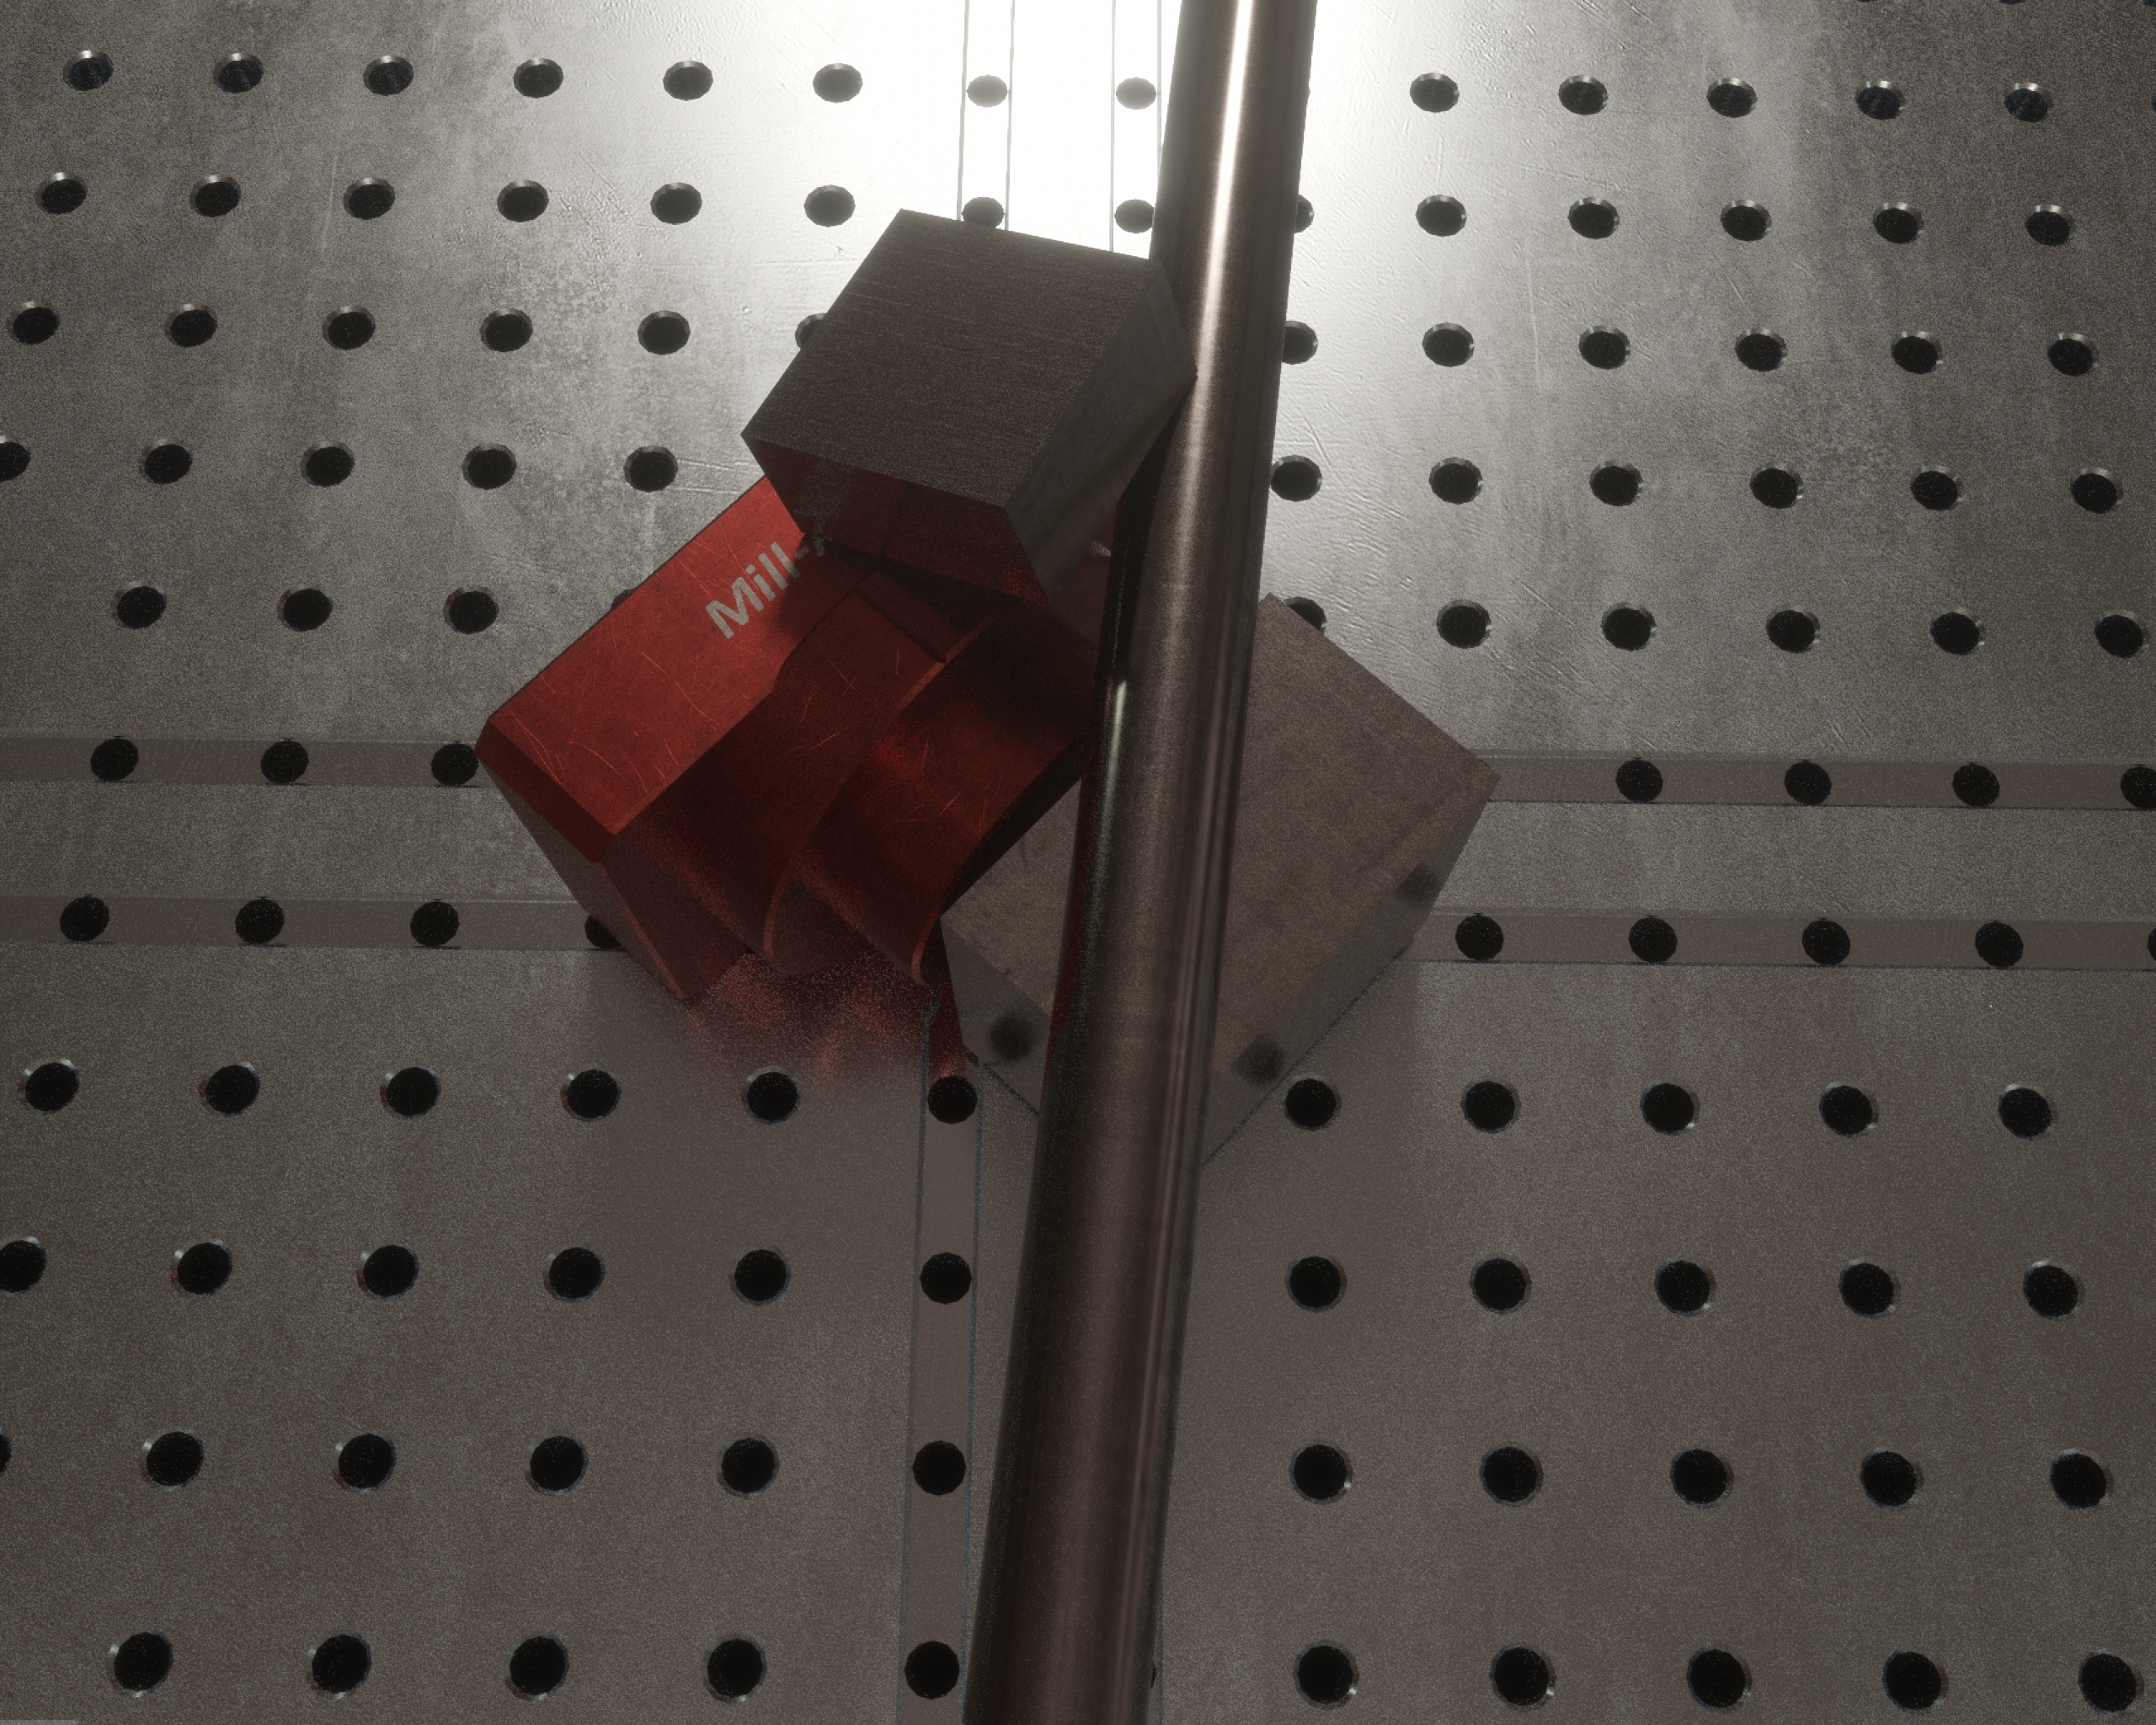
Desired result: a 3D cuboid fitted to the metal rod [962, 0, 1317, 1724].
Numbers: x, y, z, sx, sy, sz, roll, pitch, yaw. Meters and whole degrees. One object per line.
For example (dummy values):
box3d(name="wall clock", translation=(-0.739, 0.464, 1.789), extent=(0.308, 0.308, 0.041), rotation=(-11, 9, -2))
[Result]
box3d(name="metal rod", translation=(0.014, -0.021, 0.334), extent=(0.025, 0.025, 0.299), rotation=(7, 70, 2))

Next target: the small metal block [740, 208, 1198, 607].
box3d(name="small metal block", translation=(-0.017, -0.074, 0.335), extent=(0.050, 0.025, 0.050), rotation=(20, 68, 26))

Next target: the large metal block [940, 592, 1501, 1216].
box3d(name="large metal block", translation=(0.024, 0.011, 0.376), extent=(0.050, 0.080, 0.080), rotation=(41, 75, 13))

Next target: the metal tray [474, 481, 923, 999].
box3d(name="metal tray", translation=(-0.044, -0.040, 0.391), extent=(0.030, 0.090, 0.130), rotation=(41, 75, 13))

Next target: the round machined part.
box3d(name="round machined part", translation=(-0.021, -0.016, 0.383), extent=(0.042, 0.098, 0.098), rotation=(41, 75, 13))
